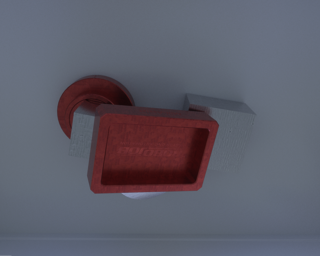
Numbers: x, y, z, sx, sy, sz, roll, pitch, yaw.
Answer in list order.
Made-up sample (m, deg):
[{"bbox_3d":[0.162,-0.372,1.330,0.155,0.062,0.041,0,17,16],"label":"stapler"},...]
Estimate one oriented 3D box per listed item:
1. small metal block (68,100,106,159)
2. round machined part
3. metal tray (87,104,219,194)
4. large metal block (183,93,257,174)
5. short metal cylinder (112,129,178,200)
[{"bbox_3d":[-0.082,0.001,0.350,0.025,0.050,0.050,12,110,-5],"label":"small metal block"},{"bbox_3d":[-0.081,-0.015,0.394,0.099,0.042,0.097,0,110,-1],"label":"round machined part"},{"bbox_3d":[-0.008,0.025,0.341,0.131,0.030,0.089,3,112,-22],"label":"metal tray"},{"bbox_3d":[0.067,0.006,0.398,0.081,0.050,0.079,9,110,-4],"label":"large metal block"},{"bbox_3d":[-0.021,0.046,0.400,0.081,0.050,0.079,-7,124,-10],"label":"short metal cylinder"}]
